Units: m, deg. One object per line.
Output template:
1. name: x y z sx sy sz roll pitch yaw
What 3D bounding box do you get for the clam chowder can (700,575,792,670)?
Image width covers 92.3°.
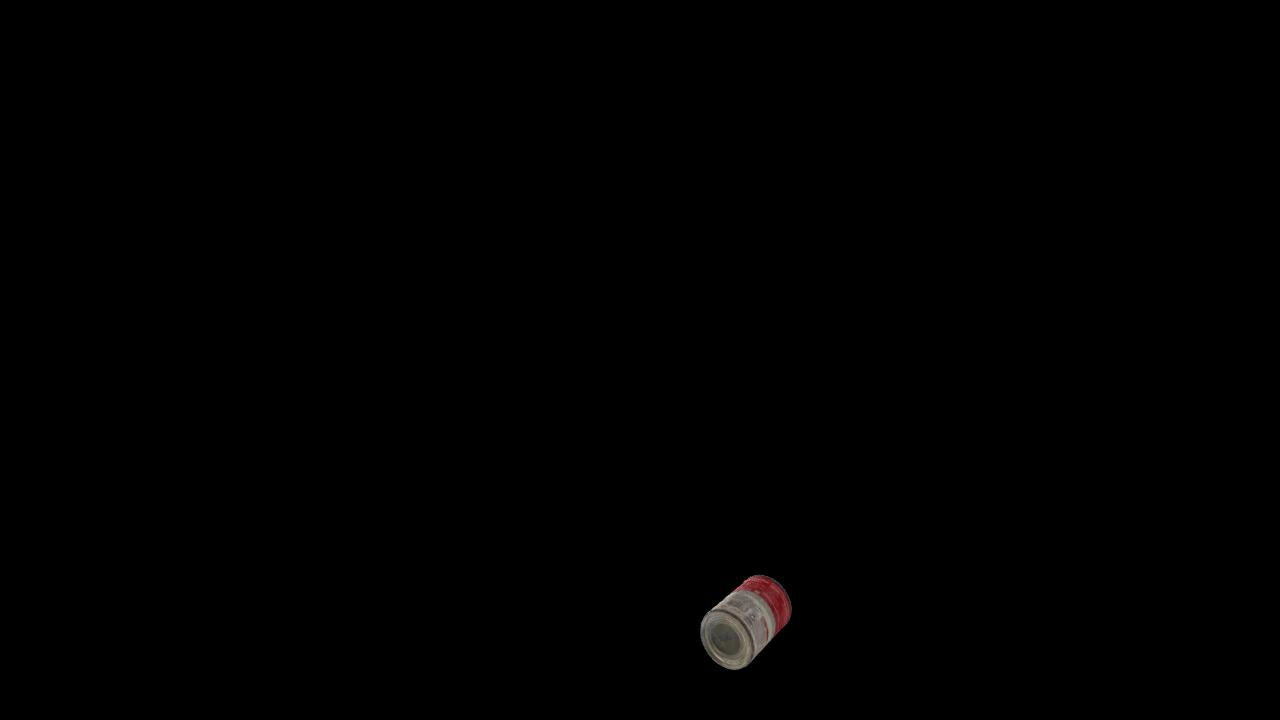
1. clam chowder can: 0.122 0.298 0.705 0.068 0.068 0.102 0 6 37
